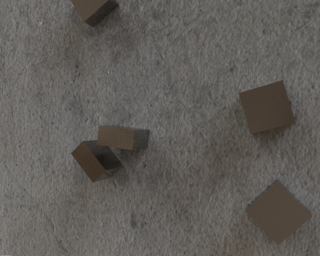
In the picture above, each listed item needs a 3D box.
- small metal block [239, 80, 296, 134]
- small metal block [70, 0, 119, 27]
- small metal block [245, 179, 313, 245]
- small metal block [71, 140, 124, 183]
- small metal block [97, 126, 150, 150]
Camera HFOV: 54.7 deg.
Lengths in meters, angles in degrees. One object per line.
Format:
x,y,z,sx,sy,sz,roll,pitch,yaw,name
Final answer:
0.126,-0.023,0.365,0.050,0.025,0.050,-16,85,19,small metal block
-0.095,-0.182,0.441,0.050,0.025,0.050,-35,79,16,small metal block
0.137,0.097,0.361,0.050,0.025,0.050,46,104,14,small metal block
-0.085,0.044,0.424,0.025,0.050,0.050,-44,77,15,small metal block
-0.048,0.012,0.411,0.050,0.050,0.025,7,93,19,small metal block
